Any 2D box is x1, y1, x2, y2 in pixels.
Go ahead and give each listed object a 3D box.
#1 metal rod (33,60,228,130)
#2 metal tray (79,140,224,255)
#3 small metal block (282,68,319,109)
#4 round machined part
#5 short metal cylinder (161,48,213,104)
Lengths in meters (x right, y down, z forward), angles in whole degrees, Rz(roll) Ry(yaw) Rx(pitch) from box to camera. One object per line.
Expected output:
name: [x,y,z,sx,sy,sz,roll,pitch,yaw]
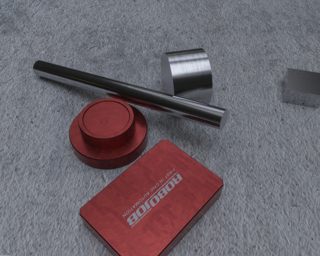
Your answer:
metal rod: [-0.057,-0.051,0.416,0.301,0.025,0.025,18,52,25]
metal tray: [-0.006,0.080,0.333,0.090,0.030,0.131,36,58,26]
small metal block: [0.210,-0.059,0.456,0.050,0.025,0.050,12,51,9]
round machined part: [-0.065,0.000,0.391,0.099,0.042,0.098,0,50,0]
short metal cylinder: [0.034,-0.066,0.424,0.050,0.080,0.080,-9,51,-8]
